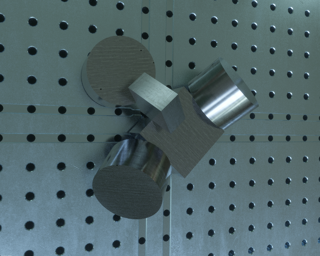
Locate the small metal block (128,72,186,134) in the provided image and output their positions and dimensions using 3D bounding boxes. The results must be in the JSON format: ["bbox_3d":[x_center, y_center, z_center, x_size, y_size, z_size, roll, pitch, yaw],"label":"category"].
[{"bbox_3d":[-0.002,-0.027,0.342,0.050,0.050,0.025,37,76,28],"label":"small metal block"}]

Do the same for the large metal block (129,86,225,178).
[{"bbox_3d":[0.021,0.005,0.401,0.080,0.050,0.080,46,76,-14],"label":"large metal block"}]

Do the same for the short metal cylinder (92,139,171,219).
[{"bbox_3d":[-0.031,0.060,0.362,0.080,0.050,0.079,7,122,11],"label":"short metal cylinder"}]

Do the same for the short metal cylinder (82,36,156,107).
[{"bbox_3d":[-0.052,-0.066,0.377,0.081,0.050,0.079,0,90,-20],"label":"short metal cylinder"}]

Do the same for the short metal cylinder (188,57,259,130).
[{"bbox_3d":[0.082,-0.045,0.402,0.050,0.080,0.080,-38,106,24],"label":"short metal cylinder"}]
